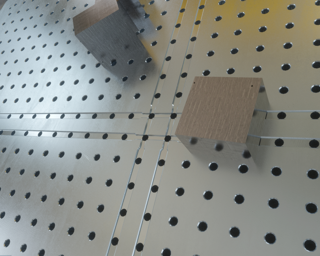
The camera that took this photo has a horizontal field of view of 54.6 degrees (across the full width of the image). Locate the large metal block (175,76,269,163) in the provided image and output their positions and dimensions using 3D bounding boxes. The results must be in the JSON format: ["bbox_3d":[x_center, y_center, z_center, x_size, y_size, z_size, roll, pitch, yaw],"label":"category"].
[{"bbox_3d":[0.074,-0.012,0.361,0.080,0.050,0.080,7,65,31],"label":"large metal block"}]

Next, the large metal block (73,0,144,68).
[{"bbox_3d":[-0.086,-0.161,0.518,0.080,0.080,0.050,-27,53,12],"label":"large metal block"}]

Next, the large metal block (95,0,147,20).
[{"bbox_3d":[-0.072,-0.241,0.580,0.080,0.050,0.080,-16,55,19],"label":"large metal block"}]
